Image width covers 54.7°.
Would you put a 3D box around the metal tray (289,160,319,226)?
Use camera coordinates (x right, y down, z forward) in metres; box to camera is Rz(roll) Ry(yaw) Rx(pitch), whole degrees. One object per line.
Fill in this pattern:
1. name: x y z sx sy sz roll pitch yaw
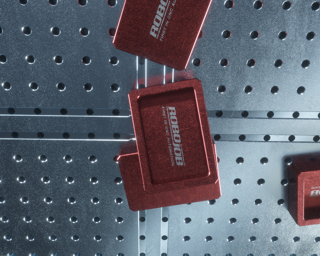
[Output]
1. metal tray: 0.257 0.089 0.447 0.131 0.030 0.089 -8 110 2

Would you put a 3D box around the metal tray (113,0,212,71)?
1. metal tray: 0.008 -0.143 0.358 0.091 0.030 0.129 18 109 -7

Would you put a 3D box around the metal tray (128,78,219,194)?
1. metal tray: 0.017 0.010 0.389 0.091 0.030 0.129 -10 87 3

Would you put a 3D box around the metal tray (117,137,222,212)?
1. metal tray: 0.014 0.063 0.434 0.131 0.030 0.089 -9 110 3
